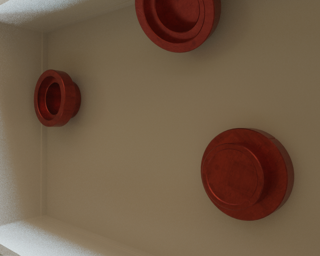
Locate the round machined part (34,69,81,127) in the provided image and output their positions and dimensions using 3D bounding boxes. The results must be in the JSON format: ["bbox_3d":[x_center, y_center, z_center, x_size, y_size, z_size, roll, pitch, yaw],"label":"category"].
[{"bbox_3d":[-0.176,-0.051,0.541,0.098,0.042,0.097,0,90,40],"label":"round machined part"}]

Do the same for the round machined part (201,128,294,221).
[{"bbox_3d":[0.084,0.049,0.326,0.098,0.042,0.097,0,90,40],"label":"round machined part"}]

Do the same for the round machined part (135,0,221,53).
[{"bbox_3d":[0.024,-0.141,0.357,0.098,0.042,0.097,18,131,22],"label":"round machined part"}]

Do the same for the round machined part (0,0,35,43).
[{"bbox_3d":[-0.284,-0.222,0.610,0.042,0.098,0.098,-28,68,-2],"label":"round machined part"}]
